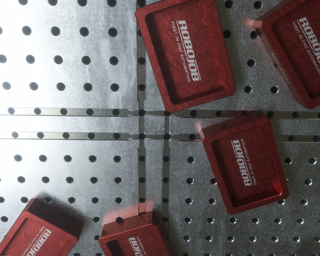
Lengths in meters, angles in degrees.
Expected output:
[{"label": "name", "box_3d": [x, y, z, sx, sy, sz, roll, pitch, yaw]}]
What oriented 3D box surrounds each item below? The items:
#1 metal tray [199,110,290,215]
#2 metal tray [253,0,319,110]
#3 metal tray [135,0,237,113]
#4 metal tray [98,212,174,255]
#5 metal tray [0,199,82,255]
[{"label": "metal tray", "box_3d": [0.118, 0.050, 0.430, 0.090, 0.030, 0.129, -19, 109, 6]}, {"label": "metal tray", "box_3d": [0.187, -0.099, 0.376, 0.090, 0.030, 0.130, -34, 107, 11]}, {"label": "metal tray", "box_3d": [0.033, -0.092, 0.377, 0.090, 0.030, 0.129, -17, 110, 5]}, {"label": "metal tray", "box_3d": [-0.029, 0.202, 0.484, 0.090, 0.030, 0.129, -18, 109, 6]}, {"label": "metal tray", "box_3d": [-0.192, 0.182, 0.474, 0.090, 0.030, 0.129, 34, 106, -12]}]
